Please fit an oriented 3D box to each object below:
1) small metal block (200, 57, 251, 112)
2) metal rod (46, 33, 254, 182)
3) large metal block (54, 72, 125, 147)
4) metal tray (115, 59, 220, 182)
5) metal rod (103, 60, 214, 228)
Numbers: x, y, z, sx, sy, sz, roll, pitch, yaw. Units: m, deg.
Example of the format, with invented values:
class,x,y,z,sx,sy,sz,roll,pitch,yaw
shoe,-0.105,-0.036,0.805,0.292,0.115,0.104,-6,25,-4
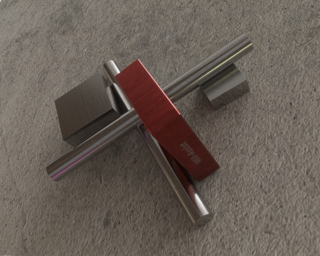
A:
class,x,y,z,sx,sy,sz,roll,pitch,yaw
small metal block,0.079,-0.057,0.398,0.050,0.025,0.050,-31,52,8
metal rod,-0.017,-0.023,0.394,0.300,0.025,0.025,-34,52,5
large metal block,-0.099,-0.022,0.451,0.080,0.050,0.080,-32,52,7
metal tray,0.011,-0.004,0.332,0.030,0.130,0.090,-37,51,4
metal rod,-0.018,-0.002,0.415,0.025,0.025,0.300,-36,51,4
